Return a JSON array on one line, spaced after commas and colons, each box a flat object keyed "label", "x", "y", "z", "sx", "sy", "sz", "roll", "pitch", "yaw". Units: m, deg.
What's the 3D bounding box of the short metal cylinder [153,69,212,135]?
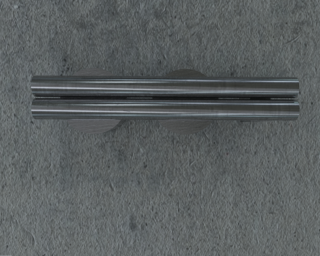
[{"label": "short metal cylinder", "x": 0.031, "y": -0.032, "z": 0.399, "sx": 0.081, "sy": 0.050, "sz": 0.080, "roll": 0, "pitch": 90, "yaw": 0}]

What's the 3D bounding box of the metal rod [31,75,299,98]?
[{"label": "metal rod", "x": 0.006, "y": -0.048, "z": 0.360, "sx": 0.302, "sy": 0.025, "sz": 0.025, "roll": 0, "pitch": 90, "yaw": -1}]

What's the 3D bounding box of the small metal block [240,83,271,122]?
[{"label": "small metal block", "x": 0.122, "y": -0.033, "z": 0.401, "sx": 0.025, "sy": 0.050, "sz": 0.050, "roll": -2, "pitch": 90, "yaw": 0}]

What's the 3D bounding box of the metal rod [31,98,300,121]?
[{"label": "metal rod", "x": 0.007, "y": -0.022, "z": 0.360, "sx": 0.302, "sy": 0.025, "sz": 0.025, "roll": 0, "pitch": 90, "yaw": -1}]

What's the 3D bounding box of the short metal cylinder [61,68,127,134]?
[{"label": "short metal cylinder", "x": -0.080, "y": -0.033, "z": 0.397, "sx": 0.081, "sy": 0.050, "sz": 0.080, "roll": 0, "pitch": 90, "yaw": 0}]
